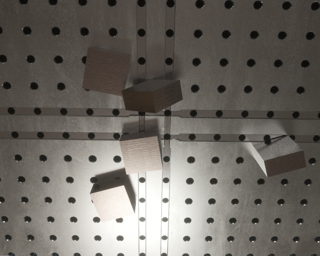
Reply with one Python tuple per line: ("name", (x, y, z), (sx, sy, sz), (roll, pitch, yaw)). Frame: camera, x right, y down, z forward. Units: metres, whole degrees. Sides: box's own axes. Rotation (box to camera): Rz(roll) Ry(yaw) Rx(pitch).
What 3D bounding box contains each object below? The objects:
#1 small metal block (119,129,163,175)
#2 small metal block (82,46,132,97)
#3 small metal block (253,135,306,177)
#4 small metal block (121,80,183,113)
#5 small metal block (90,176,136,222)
("small metal block", (-0.025, 0.033, 0.425), (0.050, 0.025, 0.050), (-8, 110, 2))
("small metal block", (-0.066, -0.071, 0.386), (0.050, 0.025, 0.050), (12, 110, -5))
("small metal block", (0.159, 0.037, 0.416), (0.050, 0.050, 0.025), (-16, 110, 5))
("small metal block", (-0.009, -0.040, 0.374), (0.050, 0.050, 0.025), (8, 117, 41))
("small metal block", (-0.067, 0.104, 0.451), (0.050, 0.025, 0.050), (-15, 110, 5))
